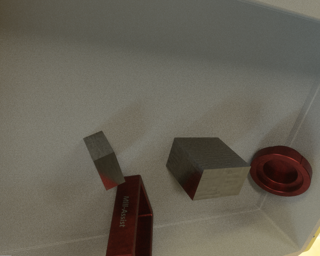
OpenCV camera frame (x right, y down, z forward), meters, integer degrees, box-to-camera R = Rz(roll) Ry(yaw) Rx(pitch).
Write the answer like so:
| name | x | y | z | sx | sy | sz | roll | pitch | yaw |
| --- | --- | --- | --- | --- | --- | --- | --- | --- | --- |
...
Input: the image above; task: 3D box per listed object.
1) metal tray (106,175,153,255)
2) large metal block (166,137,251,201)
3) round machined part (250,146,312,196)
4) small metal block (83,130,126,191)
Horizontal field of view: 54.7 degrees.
| name | x | y | z | sx | sy | sz | roll | pitch | yaw |
| --- | --- | --- | --- | --- | --- | --- | --- | --- | --- |
| metal tray | -0.035 | 0.137 | 0.407 | 0.030 | 0.130 | 0.089 | -9 | 125 | 7 |
| large metal block | 0.067 | 0.055 | 0.446 | 0.081 | 0.080 | 0.050 | 1 | 118 | -29 |
| round machined part | 0.210 | 0.069 | 0.534 | 0.042 | 0.098 | 0.097 | -52 | 141 | -41 |
| small metal block | -0.069 | 0.039 | 0.381 | 0.025 | 0.050 | 0.050 | -24 | 128 | -14 |
